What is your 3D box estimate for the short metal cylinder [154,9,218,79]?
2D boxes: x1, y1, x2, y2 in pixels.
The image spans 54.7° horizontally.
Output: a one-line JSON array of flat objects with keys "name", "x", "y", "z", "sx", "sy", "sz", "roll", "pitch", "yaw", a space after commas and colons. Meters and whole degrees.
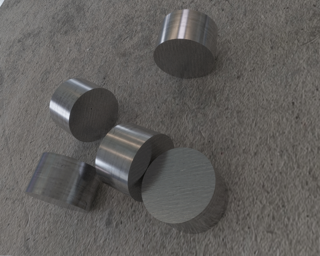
[{"name": "short metal cylinder", "x": 0.036, "y": -0.111, "z": 0.418, "sx": 0.080, "sy": 0.080, "sz": 0.050, "roll": -3, "pitch": 61, "yaw": 27}]

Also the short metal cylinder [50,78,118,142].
[{"name": "short metal cylinder", "x": -0.107, "y": -0.026, "z": 0.441, "sx": 0.050, "sy": 0.080, "sz": 0.080, "roll": 27, "pitch": 77, "yaw": 37}]

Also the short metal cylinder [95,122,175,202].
[{"name": "short metal cylinder", "x": -0.027, "y": 0.038, "z": 0.359, "sx": 0.050, "sy": 0.080, "sz": 0.080, "roll": 19, "pitch": 72, "yaw": 35}]

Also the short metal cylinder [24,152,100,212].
[{"name": "short metal cylinder", "x": -0.119, "y": 0.070, "z": 0.389, "sx": 0.080, "sy": 0.080, "sz": 0.050, "roll": 3, "pitch": 63, "yaw": 29}]

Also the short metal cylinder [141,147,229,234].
[{"name": "short metal cylinder", "x": 0.027, "y": 0.067, "z": 0.332, "sx": 0.080, "sy": 0.050, "sz": 0.080, "roll": -13, "pitch": 56, "yaw": 21}]
